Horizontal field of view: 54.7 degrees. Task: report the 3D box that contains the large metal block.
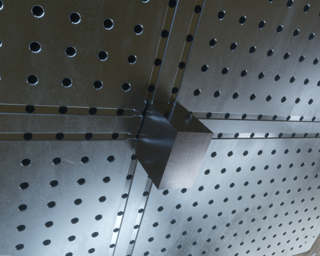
[{"bbox_3d":[0.013,0.021,0.396,0.050,0.080,0.079,3,117,-30],"label":"large metal block"}]
